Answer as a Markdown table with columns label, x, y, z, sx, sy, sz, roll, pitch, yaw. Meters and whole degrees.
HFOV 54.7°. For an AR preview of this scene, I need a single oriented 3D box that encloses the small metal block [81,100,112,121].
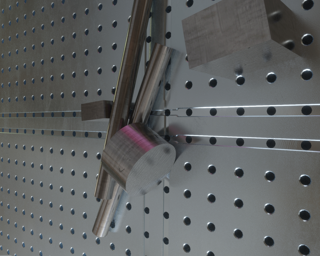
| label | x | y | z | sx | sy | sz | roll | pitch | yaw |
| --- | --- | --- | --- | --- | --- | --- | --- | --- | --- |
| small metal block | -0.080 | -0.024 | 0.456 | 0.050 | 0.050 | 0.025 | -5 | 87 | 40 |

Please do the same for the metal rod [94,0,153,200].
| label | x | y | z | sx | sy | sz | roll | pitch | yaw |
| --- | --- | --- | --- | --- | --- | --- | --- | --- | --- |
| metal rod | -0.048 | -0.052 | 0.424 | 0.025 | 0.025 | 0.298 | 12 | 91 | 39 |

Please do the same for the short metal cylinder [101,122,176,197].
| label | x | y | z | sx | sy | sz | roll | pitch | yaw |
| --- | --- | --- | --- | --- | --- | --- | --- | --- | --- |
| short metal cylinder | -0.026 | 0.040 | 0.393 | 0.050 | 0.081 | 0.079 | 38 | 113 | 33 |

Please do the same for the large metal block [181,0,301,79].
| label | x | y | z | sx | sy | sz | roll | pitch | yaw |
| --- | --- | --- | --- | --- | --- | --- | --- | --- | --- |
| large metal block | 0.081 | -0.088 | 0.306 | 0.080 | 0.081 | 0.050 | -14 | 82 | 39 |

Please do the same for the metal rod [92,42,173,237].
| label | x | y | z | sx | sy | sz | roll | pitch | yaw |
| --- | --- | --- | --- | --- | --- | --- | --- | --- | --- |
| metal rod | -0.044 | 0.027 | 0.443 | 0.025 | 0.025 | 0.298 | 32 | 109 | 35 |
